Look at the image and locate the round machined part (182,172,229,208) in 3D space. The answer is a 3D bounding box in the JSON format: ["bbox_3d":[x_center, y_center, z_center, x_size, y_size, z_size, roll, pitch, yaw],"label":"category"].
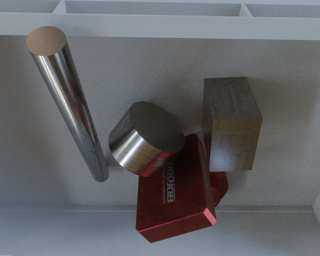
[{"bbox_3d":[0.057,0.095,0.480,0.099,0.042,0.097,-1,130,0],"label":"round machined part"}]

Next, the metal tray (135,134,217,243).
[{"bbox_3d":[0.018,0.074,0.403,0.090,0.130,0.030,-22,127,17],"label":"metal tray"}]

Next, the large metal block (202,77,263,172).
[{"bbox_3d":[0.081,-0.005,0.370,0.050,0.080,0.079,-2,130,1],"label":"large metal block"}]

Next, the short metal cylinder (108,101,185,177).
[{"bbox_3d":[-0.016,0.013,0.384,0.080,0.080,0.050,27,125,-22],"label":"short metal cylinder"}]

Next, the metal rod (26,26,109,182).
[{"bbox_3d":[-0.082,0.007,0.335,0.025,0.025,0.299,2,155,-2],"label":"metal rod"}]
